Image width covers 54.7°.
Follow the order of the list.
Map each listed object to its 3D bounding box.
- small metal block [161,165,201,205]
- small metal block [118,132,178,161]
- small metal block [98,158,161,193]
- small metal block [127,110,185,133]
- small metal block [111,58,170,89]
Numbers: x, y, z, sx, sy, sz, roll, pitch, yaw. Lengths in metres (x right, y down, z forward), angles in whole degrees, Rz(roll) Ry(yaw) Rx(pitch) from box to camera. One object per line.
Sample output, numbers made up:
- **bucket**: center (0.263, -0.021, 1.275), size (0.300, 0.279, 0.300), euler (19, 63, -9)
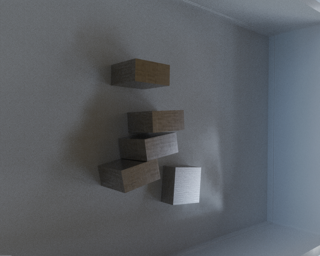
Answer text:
- **small metal block**: center (0.030, 0.079, 0.434), size (0.050, 0.025, 0.050), euler (6, 86, -40)
- **small metal block**: center (-0.014, 0.021, 0.379), size (0.050, 0.050, 0.025), euler (-11, 97, -42)
- **small metal block**: center (-0.036, 0.052, 0.362), size (0.050, 0.050, 0.025), euler (-15, 100, -39)
- **small metal block**: center (-0.005, -0.009, 0.388), size (0.050, 0.050, 0.025), euler (-5, 93, -40)
- **small metal block**: center (-0.024, -0.063, 0.372), size (0.050, 0.050, 0.025), euler (1, 90, -40)
